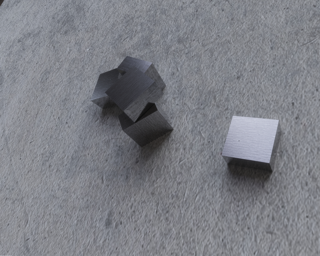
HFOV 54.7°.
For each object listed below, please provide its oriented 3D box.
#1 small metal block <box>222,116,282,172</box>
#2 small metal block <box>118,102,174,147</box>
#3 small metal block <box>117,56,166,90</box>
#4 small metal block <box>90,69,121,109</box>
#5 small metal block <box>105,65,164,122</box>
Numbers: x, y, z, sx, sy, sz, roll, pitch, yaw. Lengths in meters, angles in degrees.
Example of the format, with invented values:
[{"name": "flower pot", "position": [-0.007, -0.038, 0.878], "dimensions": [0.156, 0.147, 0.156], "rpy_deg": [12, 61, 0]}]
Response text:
[{"name": "small metal block", "position": [0.101, 0.016, 0.341], "dimensions": [0.050, 0.025, 0.050], "rpy_deg": [7, 65, 31]}, {"name": "small metal block", "position": [-0.018, -0.007, 0.401], "dimensions": [0.050, 0.050, 0.025], "rpy_deg": [-30, 53, 9]}, {"name": "small metal block", "position": [-0.026, -0.073, 0.446], "dimensions": [0.050, 0.050, 0.025], "rpy_deg": [24, 72, 36]}, {"name": "small metal block", "position": [-0.074, -0.061, 0.473], "dimensions": [0.050, 0.025, 0.050], "rpy_deg": [-10, 56, 39]}, {"name": "small metal block", "position": [-0.032, -0.043, 0.383], "dimensions": [0.050, 0.025, 0.050], "rpy_deg": [-44, 48, -4]}]
